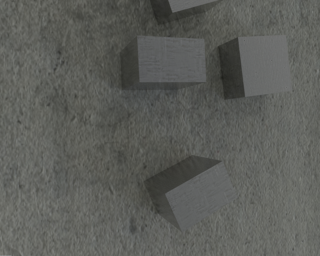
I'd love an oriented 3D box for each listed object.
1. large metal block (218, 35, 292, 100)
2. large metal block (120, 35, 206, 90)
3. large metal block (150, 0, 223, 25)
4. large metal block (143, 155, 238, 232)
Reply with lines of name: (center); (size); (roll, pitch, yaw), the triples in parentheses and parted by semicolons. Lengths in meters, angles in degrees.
large metal block: (0.137, -0.087, 0.448); (0.081, 0.050, 0.079); (-9, 93, -20)
large metal block: (0.001, -0.076, 0.381); (0.081, 0.080, 0.050); (-3, 92, -20)
large metal block: (0.028, -0.191, 0.407); (0.081, 0.050, 0.080); (-22, 98, -19)
large metal block: (0.036, 0.078, 0.394); (0.081, 0.080, 0.050); (-26, 99, -18)
